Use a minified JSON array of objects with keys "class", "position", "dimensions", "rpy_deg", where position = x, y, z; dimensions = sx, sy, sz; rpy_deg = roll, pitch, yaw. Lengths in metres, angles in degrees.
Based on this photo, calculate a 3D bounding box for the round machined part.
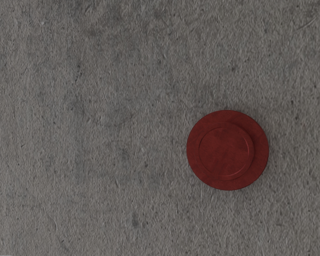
[{"class":"round machined part","position":[0.079,0.027,0.372],"dimensions":[0.098,0.042,0.097],"rpy_deg":[0,90,20]}]
